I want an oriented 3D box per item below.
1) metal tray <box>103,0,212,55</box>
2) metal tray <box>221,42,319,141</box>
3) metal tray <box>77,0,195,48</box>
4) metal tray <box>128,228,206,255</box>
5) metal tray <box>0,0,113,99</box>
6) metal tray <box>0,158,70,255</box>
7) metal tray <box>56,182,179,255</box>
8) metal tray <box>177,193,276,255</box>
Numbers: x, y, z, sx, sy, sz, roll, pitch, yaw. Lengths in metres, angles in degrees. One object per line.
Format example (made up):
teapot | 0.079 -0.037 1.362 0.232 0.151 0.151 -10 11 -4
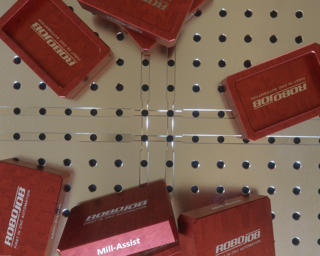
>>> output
metal tray | 0.000 -0.173 0.411 0.130 0.030 0.090 -41 90 0
metal tray | 0.159 -0.047 0.411 0.131 0.030 0.090 -22 90 0
metal tray | -0.025 -0.167 0.379 0.130 0.030 0.090 24 90 0
metal tray | 0.019 0.199 0.411 0.131 0.030 0.090 -22 90 0
metal tray | -0.139 -0.113 0.409 0.130 0.030 0.090 45 90 0
metal tray | -0.182 0.114 0.410 0.090 0.030 0.129 13 90 0
metal tray | -0.049 0.115 0.378 0.131 0.090 0.030 -16 108 0
metal tray | 0.085 0.138 0.378 0.131 0.030 0.090 -5 90 -34
